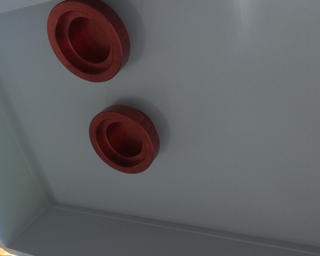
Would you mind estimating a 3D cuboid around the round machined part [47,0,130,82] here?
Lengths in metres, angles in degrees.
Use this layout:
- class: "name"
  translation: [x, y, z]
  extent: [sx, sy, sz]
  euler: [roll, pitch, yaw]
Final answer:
- class: "round machined part"
  translation: [-0.079, -0.107, 0.366]
  extent: [0.098, 0.042, 0.097]
  euler: [15, 132, 17]

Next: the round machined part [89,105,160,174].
- class: "round machined part"
  translation: [-0.045, 0.012, 0.427]
  extent: [0.098, 0.042, 0.097]
  euler: [13, 124, 20]
